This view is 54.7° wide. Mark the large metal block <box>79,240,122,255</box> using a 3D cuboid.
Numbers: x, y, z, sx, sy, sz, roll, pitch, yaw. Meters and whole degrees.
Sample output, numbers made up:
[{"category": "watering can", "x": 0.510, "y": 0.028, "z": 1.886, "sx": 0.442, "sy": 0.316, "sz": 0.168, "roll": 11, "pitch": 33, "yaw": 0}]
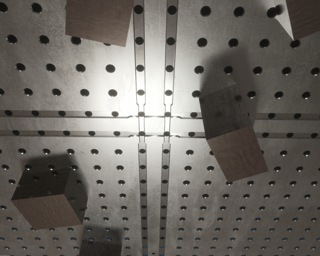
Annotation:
[{"category": "large metal block", "x": -0.123, "y": 0.275, "z": 0.608, "sx": 0.081, "sy": 0.080, "sz": 0.050, "roll": 12, "pitch": 129, "yaw": -11}]

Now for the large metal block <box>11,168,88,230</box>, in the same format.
[{"category": "large metal block", "x": -0.170, "y": 0.113, "z": 0.489, "sx": 0.080, "sy": 0.050, "sz": 0.080, "roll": -8, "pitch": 130, "yaw": 6}]

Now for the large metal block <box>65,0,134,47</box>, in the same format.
[{"category": "large metal block", "x": -0.045, "y": -0.128, "z": 0.266, "sx": 0.050, "sy": 0.080, "sz": 0.079, "roll": 10, "pitch": 129, "yaw": -9}]

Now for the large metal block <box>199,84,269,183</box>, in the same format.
[{"category": "large metal block", "x": 0.090, "y": 0.007, "z": 0.383, "sx": 0.050, "sy": 0.080, "sz": 0.080, "roll": -20, "pitch": 128, "yaw": 16}]

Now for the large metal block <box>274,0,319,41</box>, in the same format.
[{"category": "large metal block", "x": 0.147, "y": -0.139, "z": 0.279, "sx": 0.080, "sy": 0.050, "sz": 0.080, "roll": -20, "pitch": 128, "yaw": 15}]
